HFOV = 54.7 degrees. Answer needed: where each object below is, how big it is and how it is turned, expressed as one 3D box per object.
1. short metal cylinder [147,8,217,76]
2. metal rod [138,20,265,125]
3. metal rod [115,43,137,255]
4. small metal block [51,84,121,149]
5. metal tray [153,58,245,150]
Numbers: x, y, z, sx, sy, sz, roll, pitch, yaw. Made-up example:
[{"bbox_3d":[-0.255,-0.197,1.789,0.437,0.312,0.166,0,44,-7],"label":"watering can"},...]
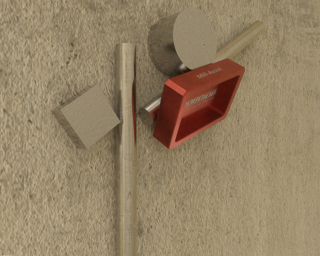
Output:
[{"bbox_3d":[0.030,-0.112,0.414,0.081,0.050,0.079,0,90,-40],"label":"short metal cylinder"},{"bbox_3d":[0.079,-0.097,0.470,0.302,0.025,0.025,-40,115,-33],"label":"metal rod"},{"bbox_3d":[-0.041,0.051,0.370,0.025,0.025,0.298,0,90,-40],"label":"metal rod"},{"bbox_3d":[-0.080,-0.012,0.338,0.050,0.025,0.050,-43,116,-31],"label":"small metal block"},{"bbox_3d":[0.053,-0.035,0.411,0.131,0.030,0.089,-26,143,-39],"label":"metal tray"}]
